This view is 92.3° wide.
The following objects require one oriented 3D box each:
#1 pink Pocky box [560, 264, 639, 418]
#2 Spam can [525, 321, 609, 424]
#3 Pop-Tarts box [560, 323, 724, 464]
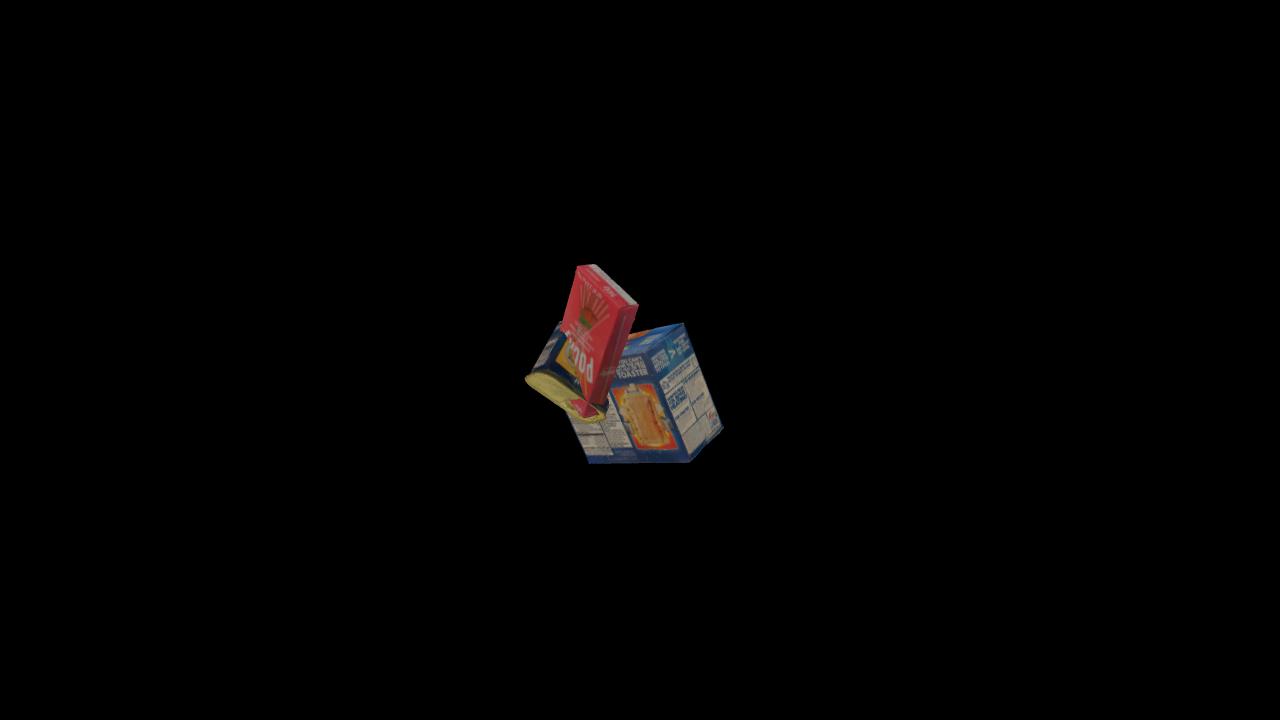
[{"bbox_3d":[-0.056,-0.019,0.684,0.029,0.155,0.084,-11,45,-39],"label":"pink Pocky box"},{"bbox_3d":[-0.070,0.012,0.719,0.101,0.085,0.058,39,-31,-24],"label":"Spam can"},{"bbox_3d":[-0.008,0.045,0.741,0.167,0.141,0.083,-10,20,41],"label":"Pop-Tarts box"}]
